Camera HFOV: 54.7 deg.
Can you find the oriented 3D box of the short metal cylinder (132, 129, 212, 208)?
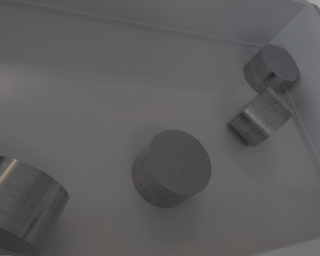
[{"bbox_3d":[0.013,0.048,0.367,0.081,0.050,0.080,14,56,-21],"label":"short metal cylinder"}]

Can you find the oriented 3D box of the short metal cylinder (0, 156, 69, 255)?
[{"bbox_3d":[-0.126,0.067,0.262,0.080,0.080,0.050,28,52,-11],"label":"short metal cylinder"}]

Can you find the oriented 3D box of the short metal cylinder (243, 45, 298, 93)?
[{"bbox_3d":[0.199,-0.103,0.559,0.081,0.050,0.080,14,56,-21],"label":"short metal cylinder"}]

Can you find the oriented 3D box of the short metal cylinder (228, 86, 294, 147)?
[{"bbox_3d":[0.149,-0.017,0.460,0.050,0.080,0.080,47,51,4],"label":"short metal cylinder"}]
